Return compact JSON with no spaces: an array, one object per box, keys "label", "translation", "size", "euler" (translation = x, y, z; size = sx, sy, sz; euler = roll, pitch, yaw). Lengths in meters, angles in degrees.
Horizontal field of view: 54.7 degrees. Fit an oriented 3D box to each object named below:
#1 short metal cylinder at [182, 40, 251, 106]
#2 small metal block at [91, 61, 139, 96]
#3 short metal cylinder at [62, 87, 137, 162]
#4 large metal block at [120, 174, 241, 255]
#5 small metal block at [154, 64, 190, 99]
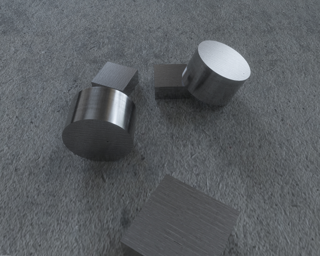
[{"label":"short metal cylinder","translation":[0.078,-0.078,0.437],"size":[0.081,0.050,0.080],"euler":[15,47,-16]},{"label":"small metal block","translation":[-0.066,-0.069,0.460],"size":[0.050,0.025,0.050],"euler":[17,52,13]},{"label":"short metal cylinder","translation":[-0.070,-0.003,0.369],"size":[0.081,0.080,0.050],"euler":[1,50,1]},{"label":"large metal block","translation":[0.020,0.104,0.300],"size":[0.080,0.050,0.080],"euler":[25,54,19]},{"label":"small metal block","translation":[0.017,-0.070,0.462],"size":[0.050,0.025,0.050],"euler":[-2,50,-2]}]
